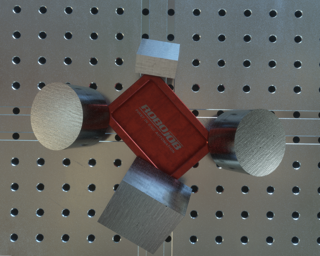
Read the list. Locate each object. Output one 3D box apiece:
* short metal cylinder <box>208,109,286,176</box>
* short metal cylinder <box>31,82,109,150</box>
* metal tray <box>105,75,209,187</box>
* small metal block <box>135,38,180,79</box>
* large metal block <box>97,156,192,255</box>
[{"bbox_3d":[0.108,0.017,0.386,0.081,0.050,0.079,0,91,-27],"label":"short metal cylinder"},{"bbox_3d":[-0.111,-0.014,0.385,0.080,0.050,0.079,0,91,25],"label":"short metal cylinder"},{"bbox_3d":[-0.001,0.001,0.410,0.090,0.030,0.130,-41,90,0],"label":"metal tray"},{"bbox_3d":[-0.002,-0.090,0.398,0.050,0.050,0.025,9,128,0],"label":"small metal block"},{"bbox_3d":[-0.019,0.096,0.383,0.080,0.050,0.079,31,121,-1],"label":"large metal block"}]
